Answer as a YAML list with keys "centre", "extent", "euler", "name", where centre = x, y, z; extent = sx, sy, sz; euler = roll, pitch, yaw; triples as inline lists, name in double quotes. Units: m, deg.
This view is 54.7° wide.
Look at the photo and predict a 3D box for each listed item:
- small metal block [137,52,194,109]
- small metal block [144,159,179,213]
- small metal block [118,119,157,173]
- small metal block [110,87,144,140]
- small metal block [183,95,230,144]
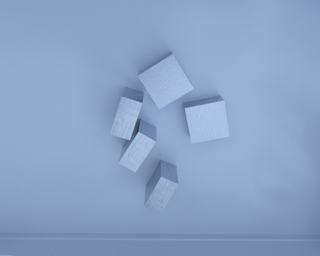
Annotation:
- centre: [0.007, -0.060, 0.389]
  extent: [0.050, 0.025, 0.050]
  euler: [-30, 108, 10]
  name: "small metal block"
- centre: [0.001, 0.079, 0.427]
  extent: [0.025, 0.050, 0.050]
  euler: [25, 108, -9]
  name: "small metal block"
- centre: [-0.029, 0.022, 0.406]
  extent: [0.025, 0.050, 0.050]
  euler: [30, 107, -11]
  name: "small metal block"
- centre: [-0.041, -0.019, 0.390]
  extent: [0.025, 0.050, 0.050]
  euler: [18, 109, -7]
  name: "small metal block"
- centre: [0.061, -0.011, 0.408]
  extent: [0.050, 0.025, 0.050]
  euler: [-11, 110, 3]
  name: "small metal block"
